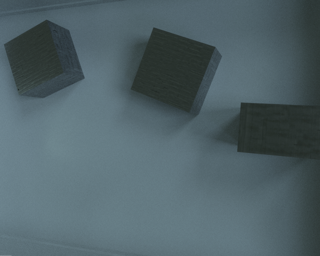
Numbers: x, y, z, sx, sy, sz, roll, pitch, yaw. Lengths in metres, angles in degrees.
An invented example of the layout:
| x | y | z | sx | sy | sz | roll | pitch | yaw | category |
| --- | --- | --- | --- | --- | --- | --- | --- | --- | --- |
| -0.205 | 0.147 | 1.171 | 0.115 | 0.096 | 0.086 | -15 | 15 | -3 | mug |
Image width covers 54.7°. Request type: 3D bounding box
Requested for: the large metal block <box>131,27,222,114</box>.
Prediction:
| x | y | z | sx | sy | sz | roll | pitch | yaw | category |
| --- | --- | --- | --- | --- | --- | --- | --- | --- | --- |
| 0.022 | -0.070 | 0.389 | 0.080 | 0.050 | 0.080 | 23 | 98 | 18 | large metal block |

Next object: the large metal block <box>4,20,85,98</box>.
| x | y | z | sx | sy | sz | roll | pitch | yaw | category |
| --- | --- | --- | --- | --- | --- | --- | --- | --- | --- |
| -0.169 | -0.098 | 0.455 | 0.080 | 0.050 | 0.080 | -21 | 83 | 18 | large metal block |

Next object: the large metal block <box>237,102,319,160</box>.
| x | y | z | sx | sy | sz | roll | pitch | yaw | category |
| --- | --- | --- | --- | --- | --- | --- | --- | --- | --- |
| 0.131 | 0.002 | 0.335 | 0.080 | 0.080 | 0.050 | 4 | 92 | 19 | large metal block |
